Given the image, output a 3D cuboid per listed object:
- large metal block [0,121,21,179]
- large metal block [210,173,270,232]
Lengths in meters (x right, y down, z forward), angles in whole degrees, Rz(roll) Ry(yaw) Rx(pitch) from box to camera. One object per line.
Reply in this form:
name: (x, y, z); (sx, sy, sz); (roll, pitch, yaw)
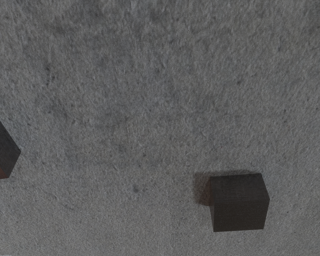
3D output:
large metal block: (-0.249, 0.027, 0.410); (0.080, 0.050, 0.080); (-9, 130, 7)
large metal block: (0.123, 0.121, 0.496); (0.080, 0.050, 0.080); (-4, 130, 3)
